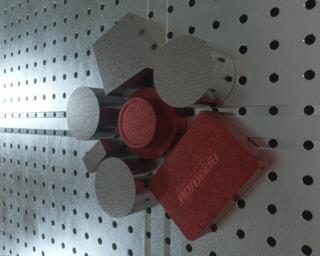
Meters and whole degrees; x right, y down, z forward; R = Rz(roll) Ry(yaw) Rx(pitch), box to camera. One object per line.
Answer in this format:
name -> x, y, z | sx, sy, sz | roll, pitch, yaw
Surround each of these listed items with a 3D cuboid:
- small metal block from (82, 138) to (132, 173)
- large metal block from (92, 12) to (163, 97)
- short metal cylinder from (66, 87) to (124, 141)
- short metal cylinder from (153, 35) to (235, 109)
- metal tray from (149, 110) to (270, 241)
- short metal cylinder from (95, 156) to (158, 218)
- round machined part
small metal block -> -0.077, 0.040, 0.456 | 0.050, 0.050, 0.025 | -45, 63, 31
large metal block -> -0.041, -0.096, 0.427 | 0.080, 0.050, 0.080 | -27, 73, 37
short metal cylinder -> -0.098, -0.021, 0.473 | 0.080, 0.050, 0.080 | 0, 90, 40
short metal cylinder -> 0.039, -0.062, 0.360 | 0.080, 0.050, 0.080 | 0, 90, 40
metal tray -> 0.051, 0.055, 0.363 | 0.090, 0.030, 0.129 | 48, 118, 29
short metal cylinder -> -0.045, 0.079, 0.430 | 0.080, 0.050, 0.080 | 0, 90, 40
round machined part -> -0.018, -0.007, 0.412 | 0.098, 0.042, 0.097 | 0, 90, 40
